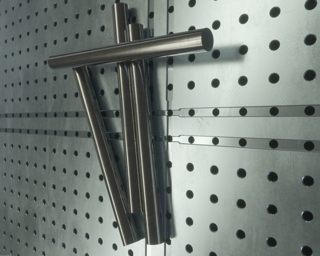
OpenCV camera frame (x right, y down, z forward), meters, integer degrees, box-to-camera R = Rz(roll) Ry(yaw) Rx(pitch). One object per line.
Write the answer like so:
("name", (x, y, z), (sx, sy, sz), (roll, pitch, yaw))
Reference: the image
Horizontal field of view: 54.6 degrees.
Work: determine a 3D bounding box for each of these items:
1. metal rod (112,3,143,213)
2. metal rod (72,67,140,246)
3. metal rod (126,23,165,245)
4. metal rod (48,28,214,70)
("metal rod", (-0.045, -0.032, 0.447), (0.025, 0.025, 0.299), (-9, 84, 40))
("metal rod", (-0.089, 0.029, 0.483), (0.025, 0.025, 0.299), (-31, 71, 36))
("metal rod", (-0.021, 0.005, 0.427), (0.025, 0.025, 0.299), (-10, 84, 40))
("metal rod", (-0.064, -0.103, 0.428), (0.300, 0.025, 0.025), (4, 93, 40))
